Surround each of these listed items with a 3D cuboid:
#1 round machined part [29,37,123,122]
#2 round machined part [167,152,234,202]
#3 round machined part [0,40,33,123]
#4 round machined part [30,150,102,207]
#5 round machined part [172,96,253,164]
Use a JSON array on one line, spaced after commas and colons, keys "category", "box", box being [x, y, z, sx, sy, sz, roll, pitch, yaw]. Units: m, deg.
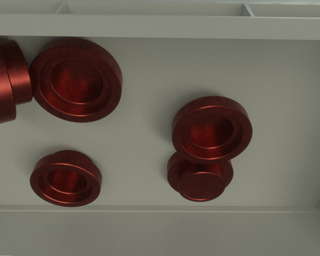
[{"category": "round machined part", "box": [-0.091, -0.056, 0.348, 0.099, 0.042, 0.097, -1, 131, -1]}, {"category": "round machined part", "box": [0.060, 0.073, 0.461, 0.099, 0.042, 0.097, 0, 130, 0]}, {"category": "round machined part", "box": [-0.166, -0.056, 0.325, 0.042, 0.098, 0.097, -19, 138, -31]}, {"category": "round machined part", "box": [-0.134, 0.071, 0.457, 0.099, 0.042, 0.097, 0, 130, 0]}, {"category": "round machined part", "box": [0.064, -0.001, 0.397, 0.099, 0.042, 0.097, 0, 130, 0]}]
